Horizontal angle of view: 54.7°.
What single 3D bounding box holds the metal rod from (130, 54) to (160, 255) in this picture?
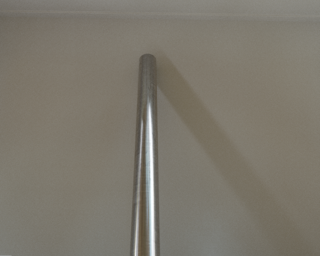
[{"bbox_3d":[-0.015,0.012,0.344,0.025,0.025,0.300,-1,47,-1],"label":"metal rod"}]
